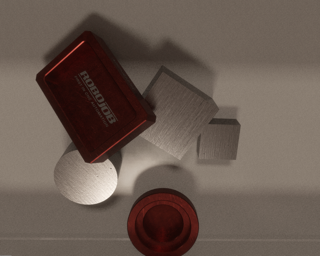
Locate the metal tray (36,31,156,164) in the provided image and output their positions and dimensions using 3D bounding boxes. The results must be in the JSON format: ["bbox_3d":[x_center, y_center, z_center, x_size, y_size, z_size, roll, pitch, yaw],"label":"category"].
[{"bbox_3d":[-0.077,-0.035,0.361,0.090,0.030,0.130,-38,76,12],"label":"metal tray"}]

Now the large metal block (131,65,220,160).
[{"bbox_3d":[0.014,-0.020,0.391,0.080,0.050,0.080,32,107,-12],"label":"large metal block"}]

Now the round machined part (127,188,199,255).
[{"bbox_3d":[0.005,0.133,0.444,0.099,0.042,0.097,0,97,2],"label":"round machined part"}]

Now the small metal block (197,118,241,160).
[{"bbox_3d":[0.078,0.014,0.418,0.050,0.025,0.050,2,110,-1],"label":"small metal block"}]

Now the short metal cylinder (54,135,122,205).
[{"bbox_3d":[-0.095,0.055,0.417,0.081,0.050,0.079,0,110,-1],"label":"short metal cylinder"}]
